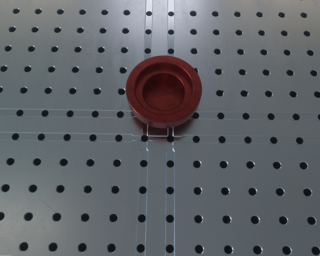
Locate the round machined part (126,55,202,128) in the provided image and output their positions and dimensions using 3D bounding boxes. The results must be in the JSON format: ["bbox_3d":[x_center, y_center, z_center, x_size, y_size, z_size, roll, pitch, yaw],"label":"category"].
[{"bbox_3d":[0.005,-0.045,0.419,0.099,0.042,0.098,0,70,0],"label":"round machined part"}]
